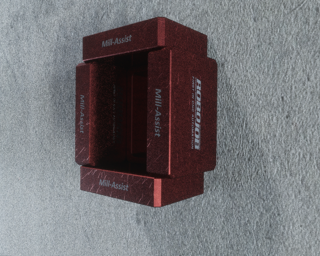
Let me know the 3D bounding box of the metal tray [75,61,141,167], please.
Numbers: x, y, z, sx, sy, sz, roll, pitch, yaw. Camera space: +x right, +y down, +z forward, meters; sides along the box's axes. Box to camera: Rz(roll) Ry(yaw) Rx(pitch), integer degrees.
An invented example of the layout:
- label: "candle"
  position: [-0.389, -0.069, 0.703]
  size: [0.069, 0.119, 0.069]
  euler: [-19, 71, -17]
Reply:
- label: "metal tray"
  position: [-0.067, -0.018, 0.416]
  size: [0.030, 0.091, 0.129]
  euler: [1, 91, 40]

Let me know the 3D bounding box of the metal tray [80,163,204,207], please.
- label: "metal tray"
  position: [-0.023, 0.063, 0.381]
  size: [0.130, 0.091, 0.030]
  euler: [1, 91, 39]

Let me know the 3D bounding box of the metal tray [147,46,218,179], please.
- label: "metal tray"
  position: [0.027, -0.015, 0.339]
  size: [0.030, 0.091, 0.129]
  euler: [1, 91, 40]

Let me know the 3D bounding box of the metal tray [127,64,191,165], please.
- label: "metal tray"
  position: [-0.001, -0.017, 0.402]
  size: [0.090, 0.030, 0.129]
  euler: [1, 91, 39]

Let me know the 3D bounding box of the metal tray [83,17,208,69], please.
- label: "metal tray"
  position: [-0.020, -0.096, 0.378]
  size: [0.130, 0.091, 0.030]
  euler: [1, 91, 39]
